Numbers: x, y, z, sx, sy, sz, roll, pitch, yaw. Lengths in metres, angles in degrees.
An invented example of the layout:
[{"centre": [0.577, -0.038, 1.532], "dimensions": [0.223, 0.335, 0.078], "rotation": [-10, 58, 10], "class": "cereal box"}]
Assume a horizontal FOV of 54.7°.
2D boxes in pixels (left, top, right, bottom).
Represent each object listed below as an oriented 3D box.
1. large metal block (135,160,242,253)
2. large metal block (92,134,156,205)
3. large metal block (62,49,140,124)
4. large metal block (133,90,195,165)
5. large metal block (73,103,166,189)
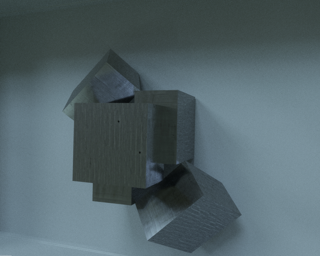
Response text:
[{"centre": [0.033, 0.094, 0.360], "dimensions": [0.080, 0.080, 0.050], "rotation": [-43, 42, 15], "class": "large metal block"}, {"centre": [-0.042, 0.047, 0.395], "dimensions": [0.050, 0.080, 0.080], "rotation": [1, 90, 20], "class": "large metal block"}, {"centre": [-0.072, -0.048, 0.397], "dimensions": [0.050, 0.080, 0.080], "rotation": [40, 105, -21], "class": "large metal block"}, {"centre": [0.008, -0.001, 0.375], "dimensions": [0.050, 0.080, 0.080], "rotation": [1, 90, 20], "class": "large metal block"}, {"centre": [-0.041, 0.015, 0.325], "dimensions": [0.080, 0.050, 0.080], "rotation": [2, 91, 20], "class": "large metal block"}]
